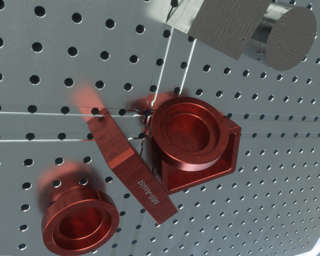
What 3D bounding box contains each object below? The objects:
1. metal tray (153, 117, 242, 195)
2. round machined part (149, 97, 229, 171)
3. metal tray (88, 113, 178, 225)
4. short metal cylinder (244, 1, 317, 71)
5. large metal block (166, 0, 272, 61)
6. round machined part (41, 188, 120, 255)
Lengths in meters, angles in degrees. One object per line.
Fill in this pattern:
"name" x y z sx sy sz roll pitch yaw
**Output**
"metal tray" 0.055 0.042 0.464 0.131 0.030 0.089 -15 125 -20
"round machined part" 0.034 0.011 0.397 0.099 0.098 0.042 -15 153 -20
"metal tray" -0.032 0.052 0.383 0.030 0.090 0.130 -35 129 -5
"short metal cylinder" 0.153 -0.121 0.404 0.081 0.050 0.079 -14 124 -21
"large metal block" 0.067 -0.133 0.349 0.081 0.050 0.080 16 110 -35
"round machined part" -0.108 0.121 0.416 0.099 0.042 0.097 -14 124 -21
